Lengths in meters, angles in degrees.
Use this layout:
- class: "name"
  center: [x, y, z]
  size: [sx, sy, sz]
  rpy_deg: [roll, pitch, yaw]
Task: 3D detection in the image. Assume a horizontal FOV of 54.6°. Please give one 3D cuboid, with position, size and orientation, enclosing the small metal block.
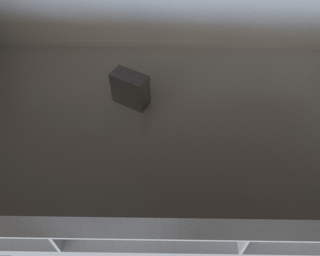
- class: "small metal block"
  center: [-0.041, -0.055, 0.435]
  size: [0.050, 0.050, 0.025]
  rpy_deg: [24, 54, 19]
